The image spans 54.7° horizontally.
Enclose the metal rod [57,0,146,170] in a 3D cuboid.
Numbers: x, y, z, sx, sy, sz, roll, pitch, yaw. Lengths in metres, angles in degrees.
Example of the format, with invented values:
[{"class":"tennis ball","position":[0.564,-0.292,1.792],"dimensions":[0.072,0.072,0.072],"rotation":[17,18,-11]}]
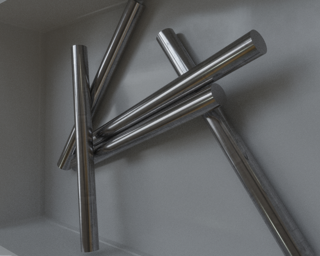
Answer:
[{"class":"metal rod","position":[-0.099,-0.055,0.485],"dimensions":[0.025,0.025,0.298],"rotation":[43,116,31]}]

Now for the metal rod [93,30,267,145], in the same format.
[{"class":"metal rod","position":[-0.006,-0.030,0.385],"dimensions":[0.299,0.025,0.025],"rotation":[-27,73,44]}]

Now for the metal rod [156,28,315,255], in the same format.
[{"class":"metal rod","position":[0.072,0.004,0.346],"dimensions":[0.025,0.025,0.299],"rotation":[-41,65,32]}]

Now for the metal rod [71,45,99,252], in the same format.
[{"class":"metal rod","position":[-0.111,0.023,0.454],"dimensions":[0.025,0.025,0.298],"rotation":[-13,78,39]}]

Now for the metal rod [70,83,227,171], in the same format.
[{"class":"metal rod","position":[-0.039,0.013,0.418],"dimensions":[0.299,0.025,0.025],"rotation":[-26,74,42]}]
